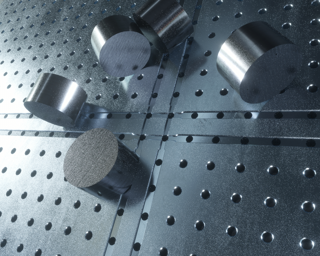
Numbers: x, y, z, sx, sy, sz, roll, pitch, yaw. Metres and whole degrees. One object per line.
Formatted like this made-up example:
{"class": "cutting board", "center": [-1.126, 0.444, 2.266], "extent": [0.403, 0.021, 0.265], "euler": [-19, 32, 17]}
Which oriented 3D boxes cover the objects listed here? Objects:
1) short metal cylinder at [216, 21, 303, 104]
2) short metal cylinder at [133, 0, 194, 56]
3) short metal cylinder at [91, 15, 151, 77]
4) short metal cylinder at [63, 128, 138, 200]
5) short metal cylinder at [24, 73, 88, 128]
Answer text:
{"class": "short metal cylinder", "center": [0.114, -0.075, 0.359], "extent": [0.080, 0.080, 0.050], "euler": [-34, 52, 5]}
{"class": "short metal cylinder", "center": [0.005, -0.156, 0.465], "extent": [0.050, 0.080, 0.080], "euler": [-43, 51, -1]}
{"class": "short metal cylinder", "center": [-0.061, -0.126, 0.481], "extent": [0.080, 0.080, 0.050], "euler": [-33, 52, 6]}
{"class": "short metal cylinder", "center": [-0.076, 0.047, 0.402], "extent": [0.080, 0.050, 0.080], "euler": [-13, 56, 20]}
{"class": "short metal cylinder", "center": [-0.160, -0.041, 0.480], "extent": [0.080, 0.080, 0.050], "euler": [5, 64, 30]}
